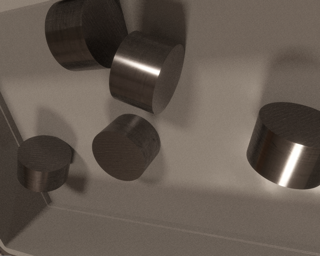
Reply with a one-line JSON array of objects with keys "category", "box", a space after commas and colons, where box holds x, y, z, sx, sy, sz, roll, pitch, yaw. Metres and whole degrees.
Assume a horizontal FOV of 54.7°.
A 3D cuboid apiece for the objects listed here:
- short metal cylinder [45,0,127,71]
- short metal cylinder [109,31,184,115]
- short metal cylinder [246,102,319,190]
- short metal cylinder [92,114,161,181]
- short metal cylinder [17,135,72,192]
[{"category": "short metal cylinder", "box": [-0.080, -0.106, 0.348, 0.050, 0.080, 0.079, 1, 119, 27]}, {"category": "short metal cylinder", "box": [-0.013, -0.060, 0.341, 0.050, 0.080, 0.079, 22, 127, 15]}, {"category": "short metal cylinder", "box": [0.134, 0.015, 0.312, 0.080, 0.080, 0.050, 18, 126, 17]}, {"category": "short metal cylinder", "box": [-0.046, 0.027, 0.432, 0.080, 0.050, 0.079, 13, 124, 20]}, {"category": "short metal cylinder", "box": [-0.189, 0.057, 0.506, 0.080, 0.080, 0.050, 29, 128, 9]}]
